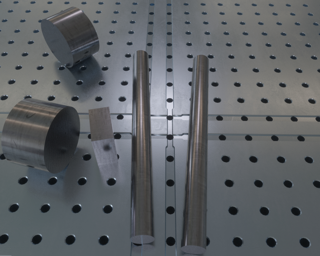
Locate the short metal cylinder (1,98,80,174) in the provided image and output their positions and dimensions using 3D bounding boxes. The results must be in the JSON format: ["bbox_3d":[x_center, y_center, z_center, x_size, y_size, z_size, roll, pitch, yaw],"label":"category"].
[{"bbox_3d":[-0.136,0.009,0.364,0.050,0.080,0.080,12,51,10],"label":"short metal cylinder"}]

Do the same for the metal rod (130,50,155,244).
[{"bbox_3d":[-0.025,-0.002,0.408,0.025,0.025,0.300,-2,50,-2],"label":"metal rod"}]

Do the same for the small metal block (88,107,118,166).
[{"bbox_3d":[-0.070,0.010,0.382,0.025,0.050,0.050,-9,51,-8],"label":"small metal block"}]

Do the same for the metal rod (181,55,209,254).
[{"bbox_3d":[0.050,0.006,0.402,0.025,0.025,0.300,5,50,4],"label":"metal rod"}]

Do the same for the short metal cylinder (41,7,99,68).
[{"bbox_3d":[-0.142,-0.143,0.491,0.080,0.080,0.050,37,59,26],"label":"short metal cylinder"}]
